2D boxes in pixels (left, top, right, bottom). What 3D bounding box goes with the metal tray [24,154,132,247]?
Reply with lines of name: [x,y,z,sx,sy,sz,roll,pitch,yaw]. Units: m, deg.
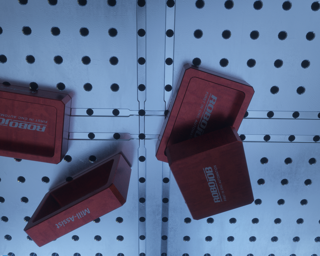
metal tray: [-0.104,0.092,0.411,0.130,0.090,0.030,-28,108,9]

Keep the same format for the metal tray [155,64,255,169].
metal tray: [0.055,-0.009,0.408,0.091,0.030,0.129,16,109,-7]

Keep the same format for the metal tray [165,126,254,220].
metal tray: [0.070,0.065,0.412,0.090,0.030,0.129,-19,129,5]

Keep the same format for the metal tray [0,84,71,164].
metal tray: [-0.189,-0.007,0.405,0.131,0.030,0.089,9,110,-4]
